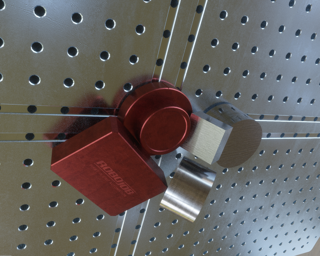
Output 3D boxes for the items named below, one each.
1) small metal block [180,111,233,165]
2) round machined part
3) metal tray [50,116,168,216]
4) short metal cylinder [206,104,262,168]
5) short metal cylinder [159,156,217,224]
[{"bbox_3d":[0.060,0.012,0.407,0.025,0.050,0.050,-15,129,-55],"label":"small metal block"},{"bbox_3d":[-0.001,-0.005,0.391,0.099,0.042,0.097,-14,124,-21],"label":"round machined part"},{"bbox_3d":[-0.059,0.054,0.389,0.090,0.030,0.130,-29,130,9],"label":"metal tray"},{"bbox_3d":[0.100,0.011,0.452,0.081,0.050,0.079,-14,124,-21],"label":"short metal cylinder"},{"bbox_3d":[0.040,0.086,0.438,0.050,0.080,0.079,26,110,8],"label":"short metal cylinder"}]
